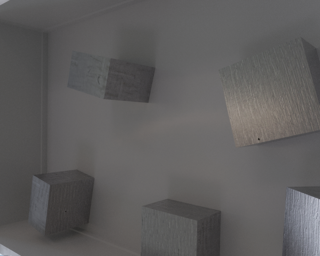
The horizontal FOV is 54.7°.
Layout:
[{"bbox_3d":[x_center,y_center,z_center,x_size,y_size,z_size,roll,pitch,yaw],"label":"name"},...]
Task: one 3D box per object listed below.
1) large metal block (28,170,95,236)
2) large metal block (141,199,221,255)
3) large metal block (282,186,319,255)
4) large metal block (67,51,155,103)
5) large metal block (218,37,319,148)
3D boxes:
[{"bbox_3d":[-0.159,0.117,0.503,0.050,0.081,0.079,15,99,39],"label":"large metal block"},{"bbox_3d":[0.024,0.136,0.371,0.080,0.050,0.079,2,92,40],"label":"large metal block"},{"bbox_3d":[0.145,0.095,0.246,0.080,0.050,0.079,-168,80,-75],"label":"large metal block"},{"bbox_3d":[-0.067,-0.070,0.426,0.080,0.081,0.050,20,103,38],"label":"large metal block"},{"bbox_3d":[0.112,-0.029,0.298,0.080,0.050,0.080,-18,79,38],"label":"large metal block"}]
